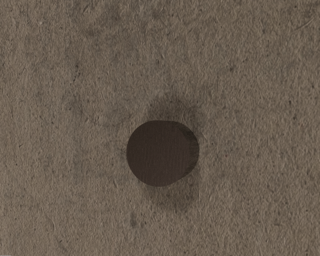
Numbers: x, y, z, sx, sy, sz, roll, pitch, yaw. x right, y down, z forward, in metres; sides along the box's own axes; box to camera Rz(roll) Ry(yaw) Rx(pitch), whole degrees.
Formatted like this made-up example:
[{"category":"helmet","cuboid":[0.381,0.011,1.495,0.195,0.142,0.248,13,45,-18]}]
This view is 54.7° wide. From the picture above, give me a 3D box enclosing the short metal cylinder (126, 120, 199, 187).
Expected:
[{"category":"short metal cylinder","cuboid":[0.005,0.030,0.393,0.080,0.050,0.079,0,90,19]}]
